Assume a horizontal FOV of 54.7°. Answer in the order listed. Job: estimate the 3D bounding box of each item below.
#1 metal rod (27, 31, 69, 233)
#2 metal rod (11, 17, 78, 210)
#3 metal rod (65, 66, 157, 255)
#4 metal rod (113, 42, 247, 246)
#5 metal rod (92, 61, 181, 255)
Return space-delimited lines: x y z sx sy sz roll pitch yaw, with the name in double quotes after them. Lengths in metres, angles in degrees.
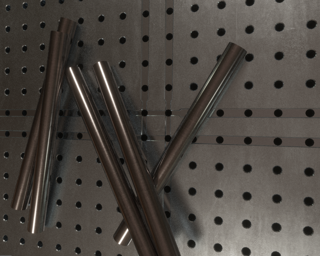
-0.166 0.012 0.456 0.025 0.025 0.298 13 99 19 "metal rod"
-0.178 -0.018 0.473 0.025 0.025 0.298 19 96 18 "metal rod"
-0.067 0.046 0.416 0.025 0.025 0.299 -31 73 17 "metal rod"
0.021 0.028 0.404 0.025 0.025 0.299 33 100 16 "metal rod"
-0.031 0.045 0.400 0.025 0.025 0.299 -27 73 17 "metal rod"
